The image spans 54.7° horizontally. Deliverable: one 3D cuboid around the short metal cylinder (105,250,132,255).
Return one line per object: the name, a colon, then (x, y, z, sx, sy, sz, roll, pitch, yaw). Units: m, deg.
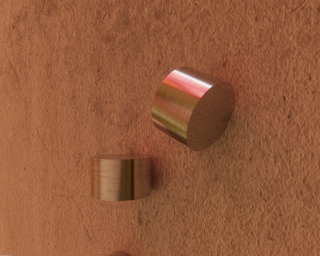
short metal cylinder: (-0.069, 0.225, 0.446, 0.080, 0.050, 0.080, 0, 90, 40)

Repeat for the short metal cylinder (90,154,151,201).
short metal cylinder: (-0.051, 0.063, 0.412, 0.080, 0.081, 0.050, 0, 90, 40)

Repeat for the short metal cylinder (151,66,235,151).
short metal cylinder: (0.037, -0.021, 0.338, 0.050, 0.081, 0.079, 31, 109, 36)
